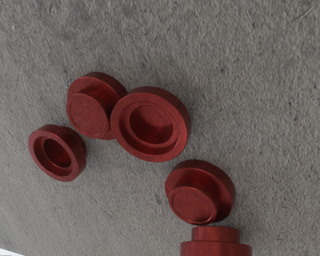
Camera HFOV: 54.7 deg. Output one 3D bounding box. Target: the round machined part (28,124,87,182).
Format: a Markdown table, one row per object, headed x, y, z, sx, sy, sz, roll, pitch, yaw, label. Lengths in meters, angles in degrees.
| x | y | z | sx | sy | sz | roll | pitch | yaw | label |
| --- | --- | --- | --- | --- | --- | --- | --- | --- | --- |
| -0.160 | 0.036 | 0.503 | 0.098 | 0.042 | 0.097 | 13 | 124 | 21 | round machined part |

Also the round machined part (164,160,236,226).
| x | y | z | sx | sy | sz | roll | pitch | yaw | label |
| --- | --- | --- | --- | --- | --- | --- | --- | --- | --- |
| 0.051 | 0.096 | 0.428 | 0.098 | 0.042 | 0.097 | 13 | 124 | 21 | round machined part |

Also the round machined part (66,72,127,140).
| x | y | z | sx | sy | sz | roll | pitch | yaw | label |
| --- | --- | --- | --- | --- | --- | --- | --- | --- | --- |
| -0.089 | -0.024 | 0.428 | 0.098 | 0.042 | 0.097 | 13 | 124 | 21 | round machined part |

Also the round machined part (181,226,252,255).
| x | y | z | sx | sy | sz | roll | pitch | yaw | label |
| --- | --- | --- | --- | --- | --- | --- | --- | --- | --- |
| 0.078 | 0.165 | 0.437 | 0.099 | 0.042 | 0.098 | 3 | 154 | 2 | round machined part |

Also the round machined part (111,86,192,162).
| x | y | z | sx | sy | sz | roll | pitch | yaw | label |
| --- | --- | --- | --- | --- | --- | --- | --- | --- | --- |
| -0.008 | -0.008 | 0.390 | 0.098 | 0.042 | 0.097 | 9 | 123 | 14 | round machined part |
